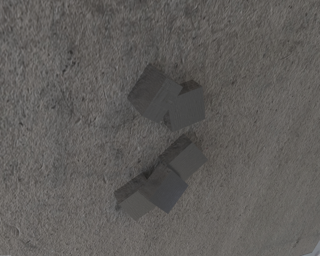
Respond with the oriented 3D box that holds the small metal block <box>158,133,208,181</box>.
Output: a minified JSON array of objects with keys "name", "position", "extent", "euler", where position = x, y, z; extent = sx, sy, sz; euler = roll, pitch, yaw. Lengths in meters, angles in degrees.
[{"name":"small metal block","position":[0.035,0.044,0.453],"extent":[0.050,0.025,0.050],"euler":[-43,130,1]}]

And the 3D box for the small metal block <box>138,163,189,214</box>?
[{"name":"small metal block","position":[0.006,0.085,0.434],"extent":[0.050,0.025,0.050],"euler":[-52,133,-10]}]

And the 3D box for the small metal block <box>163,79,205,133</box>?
[{"name":"small metal block","position":[0.029,-0.029,0.405],"extent":[0.050,0.025,0.050],"euler":[-22,127,-15]}]

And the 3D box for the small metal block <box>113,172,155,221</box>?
[{"name":"small metal block","position":[-0.031,0.101,0.452],"extent":[0.050,0.025,0.050],"euler":[-35,129,-5]}]

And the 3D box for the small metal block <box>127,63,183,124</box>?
[{"name":"small metal block","position":[-0.007,-0.041,0.361],"extent":[0.025,0.050,0.050],"euler":[25,105,-37]}]
